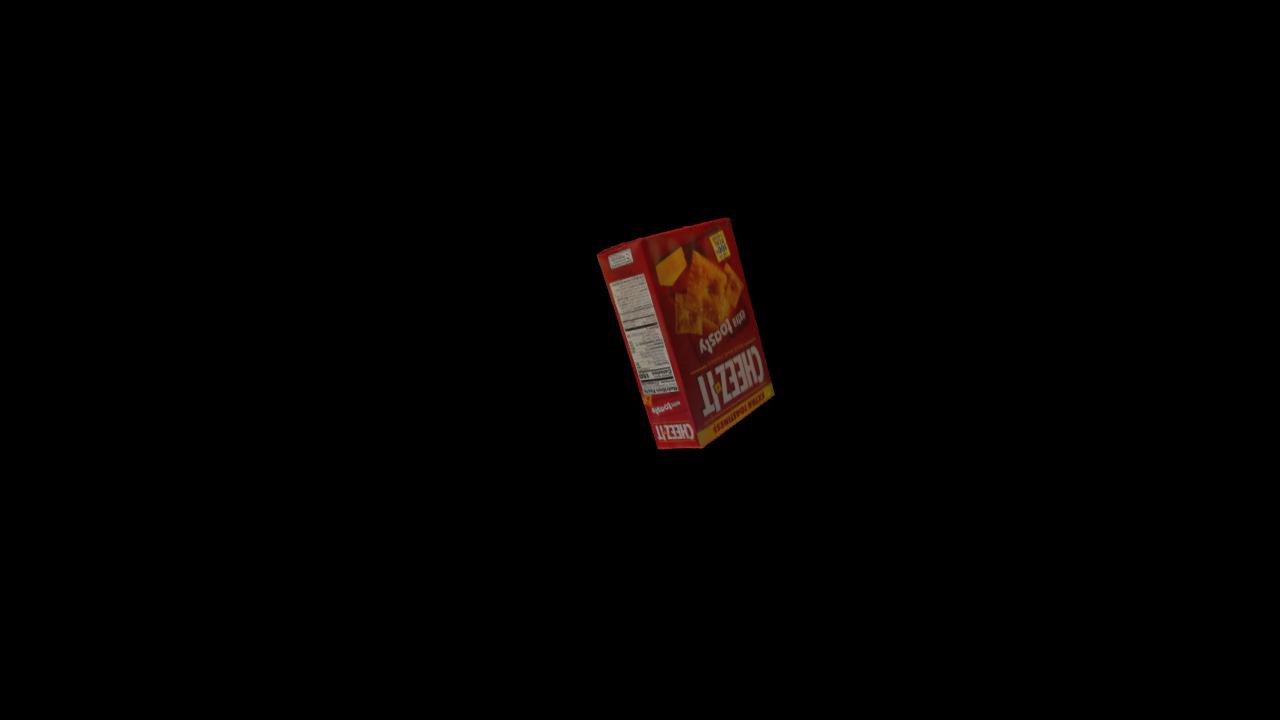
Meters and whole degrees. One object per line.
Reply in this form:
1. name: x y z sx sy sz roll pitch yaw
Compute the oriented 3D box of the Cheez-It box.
1. Cheez-It box: 0.059 -0.033 0.681 0.071 0.223 0.166 -8 11 43
